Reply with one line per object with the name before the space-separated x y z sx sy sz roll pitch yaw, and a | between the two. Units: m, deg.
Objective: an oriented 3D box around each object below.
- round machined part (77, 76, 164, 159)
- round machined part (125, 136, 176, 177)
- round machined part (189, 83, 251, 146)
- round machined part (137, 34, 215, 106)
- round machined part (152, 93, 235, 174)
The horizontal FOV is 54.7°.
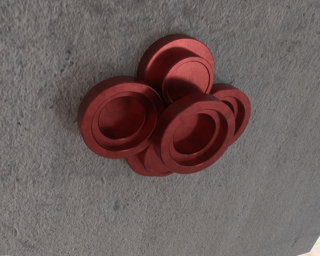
round machined part | -0.048 -0.016 0.363 0.099 0.042 0.097 -14 125 -21
round machined part | 0.002 0.026 0.416 0.099 0.042 0.097 -14 125 -21
round machined part | 0.073 -0.017 0.428 0.099 0.042 0.097 -14 125 -21
round machined part | 0.025 -0.060 0.375 0.099 0.042 0.097 -14 125 -21
round machined part | 0.036 0.003 0.365 0.099 0.042 0.097 -14 125 -21
